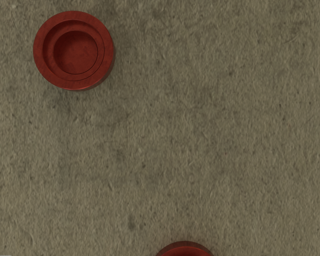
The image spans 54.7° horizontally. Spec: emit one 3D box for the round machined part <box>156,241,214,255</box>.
[{"bbox_3d":[0.034,0.203,0.402,0.099,0.042,0.097,0,90,-1],"label":"round machined part"}]

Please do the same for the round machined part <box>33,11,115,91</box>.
[{"bbox_3d":[-0.107,-0.095,0.400,0.099,0.042,0.097,0,90,-1],"label":"round machined part"}]
